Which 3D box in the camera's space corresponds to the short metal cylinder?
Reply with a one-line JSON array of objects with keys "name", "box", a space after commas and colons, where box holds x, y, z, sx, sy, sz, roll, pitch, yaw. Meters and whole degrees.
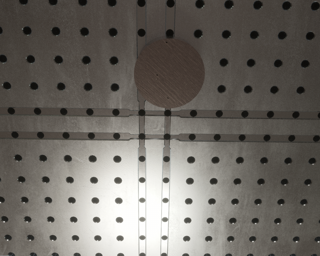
[{"name": "short metal cylinder", "box": [0.011, -0.069, 0.375, 0.081, 0.050, 0.079, 0, 110, -1]}]
